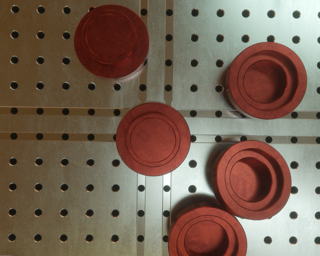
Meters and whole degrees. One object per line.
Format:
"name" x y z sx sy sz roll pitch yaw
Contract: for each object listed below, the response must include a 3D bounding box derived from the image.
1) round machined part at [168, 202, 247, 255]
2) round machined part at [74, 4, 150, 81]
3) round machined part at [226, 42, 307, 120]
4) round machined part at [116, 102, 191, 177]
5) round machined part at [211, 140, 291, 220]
"round machined part" 0.060 0.145 0.405 0.099 0.042 0.097 0 92 1
"round machined part" -0.063 -0.113 0.404 0.099 0.042 0.097 0 90 -1
"round machined part" 0.135 -0.059 0.407 0.099 0.042 0.097 0 90 -1
"round machined part" -0.009 0.015 0.405 0.099 0.042 0.097 0 90 -1
"round machined part" 0.112 0.067 0.398 0.099 0.042 0.098 2 77 -9
